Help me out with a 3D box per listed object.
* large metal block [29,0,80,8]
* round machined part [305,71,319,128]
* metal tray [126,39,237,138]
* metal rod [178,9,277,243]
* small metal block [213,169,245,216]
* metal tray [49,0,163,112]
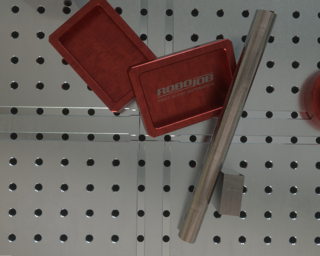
[{"bbox_3d":[-0.147,-0.195,0.384,0.081,0.080,0.050,9,90,-1],"label":"large metal block"},{"bbox_3d":[0.250,-0.040,0.408,0.099,0.042,0.097,0,90,-1],"label":"round machined part"},{"bbox_3d":[0.034,-0.051,0.391,0.131,0.030,0.089,-19,107,-8],"label":"metal tray"},{"bbox_3d":[0.080,0.007,0.387,0.025,0.025,0.298,17,101,-1],"label":"metal rod"},{"bbox_3d":[0.088,0.082,0.402,0.025,0.050,0.050,7,90,-1],"label":"small metal block"},{"bbox_3d":[-0.068,-0.095,0.409,0.090,0.030,0.130,-42,91,0],"label":"metal tray"}]
